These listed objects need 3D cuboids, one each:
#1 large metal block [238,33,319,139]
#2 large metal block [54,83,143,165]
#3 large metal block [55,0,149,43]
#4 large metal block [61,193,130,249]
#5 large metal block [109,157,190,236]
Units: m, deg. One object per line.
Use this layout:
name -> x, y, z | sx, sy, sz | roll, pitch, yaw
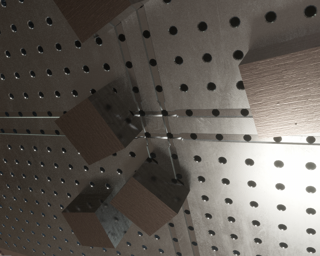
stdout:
large metal block -> 0.131, -0.040, 0.301 | 0.080, 0.050, 0.080 | -9, 114, 31
large metal block -> -0.086, -0.004, 0.436 | 0.080, 0.050, 0.080 | -26, 104, 37
large metal block -> -0.068, -0.152, 0.335 | 0.080, 0.050, 0.080 | -23, 106, 36
large metal block -> -0.114, 0.165, 0.555 | 0.080, 0.050, 0.080 | -10, 114, 32
large metal block -> -0.016, 0.104, 0.466 | 0.080, 0.050, 0.080 | 40, 129, 1
